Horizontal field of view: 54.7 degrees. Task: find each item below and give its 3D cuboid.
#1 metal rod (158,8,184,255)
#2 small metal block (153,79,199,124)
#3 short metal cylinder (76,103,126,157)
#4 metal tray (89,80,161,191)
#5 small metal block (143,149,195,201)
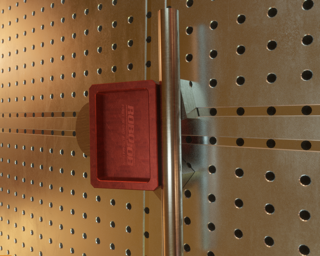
[{"bbox_3d":[0.013,0.012,0.364,0.025,0.025,0.298,-2,89,39],"label":"metal rod"},{"bbox_3d":[0.016,-0.029,0.394,0.050,0.025,0.050,-19,78,38],"label":"small metal block"},{"bbox_3d":[-0.079,0.002,0.454,0.080,0.050,0.079,0,90,39],"label":"short metal cylinder"},{"bbox_3d":[-0.041,0.009,0.386,0.090,0.030,0.129,-1,89,20],"label":"metal tray"},{"bbox_3d":[0.008,0.059,0.400,0.050,0.025,0.050,46,117,29],"label":"small metal block"}]
